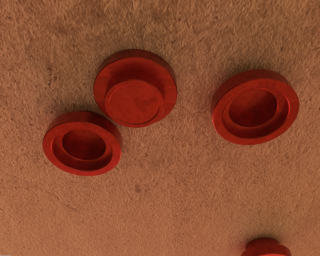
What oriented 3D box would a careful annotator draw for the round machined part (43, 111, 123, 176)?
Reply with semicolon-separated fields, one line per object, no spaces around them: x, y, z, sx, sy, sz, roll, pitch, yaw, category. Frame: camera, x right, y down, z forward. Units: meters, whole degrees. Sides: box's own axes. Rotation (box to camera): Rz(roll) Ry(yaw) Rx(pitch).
-0.099;0.016;0.409;0.099;0.042;0.097;0;130;0;round machined part

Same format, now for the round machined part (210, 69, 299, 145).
0.110;-0.029;0.373;0.099;0.042;0.097;0;130;0;round machined part

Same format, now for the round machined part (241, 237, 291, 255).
0.208;0.254;0.614;0.099;0.042;0.097;0;130;0;round machined part

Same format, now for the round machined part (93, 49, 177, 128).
-0.029;-0.038;0.363;0.099;0.042;0.097;0;130;0;round machined part
